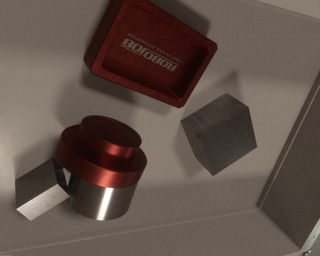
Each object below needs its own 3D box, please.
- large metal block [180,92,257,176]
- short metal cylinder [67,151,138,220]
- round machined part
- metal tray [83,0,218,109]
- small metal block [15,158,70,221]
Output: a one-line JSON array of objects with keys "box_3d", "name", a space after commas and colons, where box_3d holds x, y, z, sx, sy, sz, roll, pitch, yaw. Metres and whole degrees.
[{"box_3d": [0.086, 0.009, 0.448, 0.080, 0.050, 0.080, -32, 129, -8], "name": "large metal block"}, {"box_3d": [-0.069, 0.065, 0.377, 0.081, 0.080, 0.050, 5, 116, -31], "name": "short metal cylinder"}, {"box_3d": [-0.059, 0.020, 0.342, 0.099, 0.098, 0.042, 12, 112, -34], "name": "round machined part"}, {"box_3d": [-0.007, -0.084, 0.350, 0.131, 0.030, 0.090, 19, 108, -36], "name": "metal tray"}, {"box_3d": [-0.138, 0.070, 0.360, 0.050, 0.050, 0.025, -32, 128, -6], "name": "small metal block"}]
